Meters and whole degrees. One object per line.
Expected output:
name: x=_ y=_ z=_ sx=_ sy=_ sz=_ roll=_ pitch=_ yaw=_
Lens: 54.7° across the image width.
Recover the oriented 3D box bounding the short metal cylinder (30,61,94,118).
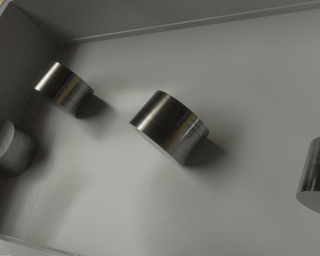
short metal cylinder: x=-0.151 y=-0.059 z=0.484 sx=0.080 sy=0.080 sz=0.050 roll=25 pitch=76 yaw=36

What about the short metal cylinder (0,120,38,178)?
short metal cylinder: x=-0.245 y=0.034 z=0.495 sx=0.080 sy=0.050 sz=0.080 roll=-13 pitch=56 yaw=20

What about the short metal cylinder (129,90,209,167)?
short metal cylinder: x=0.010 y=0.001 z=0.363 sx=0.080 sy=0.080 sz=0.050 roll=35 pitch=81 yaw=38

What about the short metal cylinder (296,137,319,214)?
short metal cylinder: x=0.162 y=0.046 z=0.257 sx=0.080 sy=0.080 sz=0.050 roll=12 pitch=68 yaw=33
